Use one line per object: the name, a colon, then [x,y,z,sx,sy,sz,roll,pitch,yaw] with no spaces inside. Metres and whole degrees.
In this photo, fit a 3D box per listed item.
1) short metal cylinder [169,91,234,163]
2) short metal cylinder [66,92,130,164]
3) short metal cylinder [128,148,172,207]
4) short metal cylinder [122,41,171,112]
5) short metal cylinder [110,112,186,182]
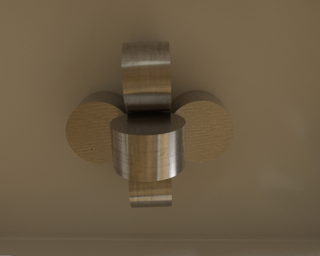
short metal cylinder: [0.049,-0.003,0.395,0.081,0.050,0.079,0,110,0]
short metal cylinder: [-0.073,-0.002,0.395,0.081,0.050,0.079,0,110,0]
short metal cylinder: [-0.012,0.062,0.403,0.050,0.080,0.079,-2,110,0]
short metal cylinder: [-0.014,-0.059,0.358,0.050,0.080,0.079,-2,110,0]
short metal cylinder: [-0.012,0.017,0.339,0.080,0.080,0.050,-1,110,0]
